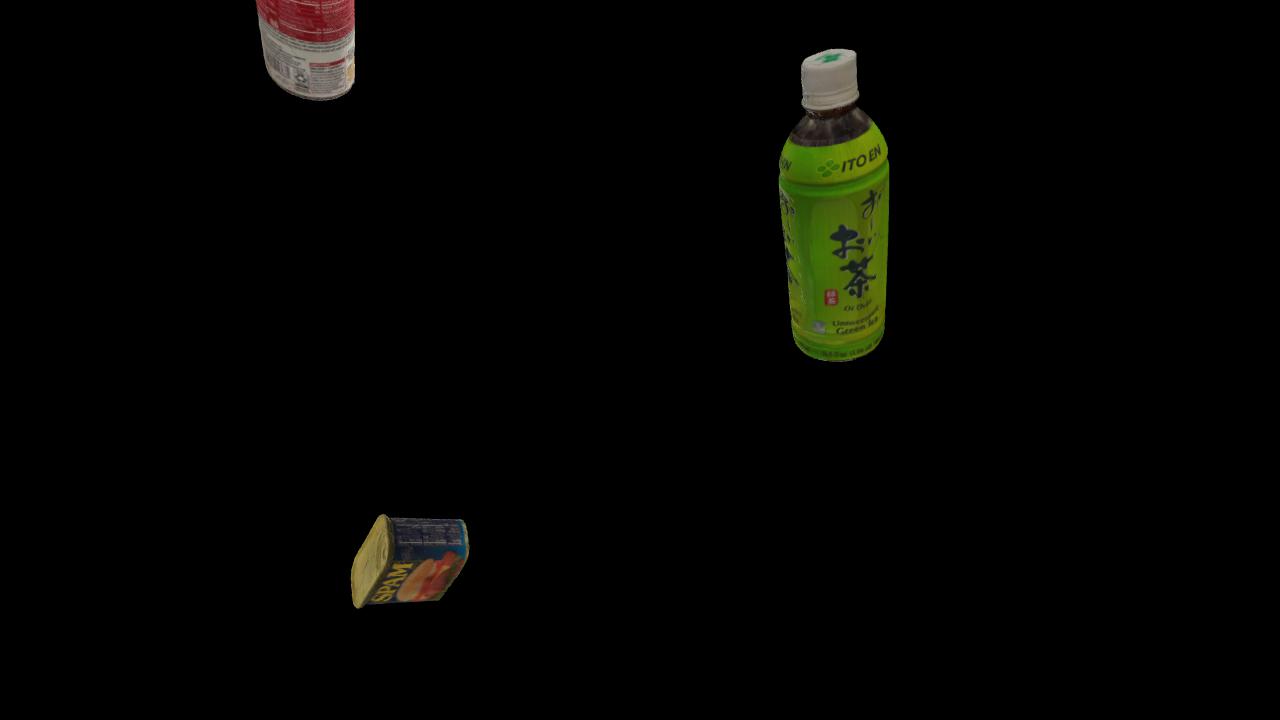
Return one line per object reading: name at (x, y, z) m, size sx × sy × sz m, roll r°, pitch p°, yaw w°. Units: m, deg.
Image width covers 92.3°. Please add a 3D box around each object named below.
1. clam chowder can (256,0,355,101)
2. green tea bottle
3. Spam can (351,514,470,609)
clam chowder can at (-0.255, -0.262, 0.473) m, size 0.068 × 0.068 × 0.102 m, roll 0°, pitch -26°, yaw -24°
green tea bottle at (0.132, -0.097, 0.420) m, size 0.073 × 0.212 × 0.073 m, roll -10°, pitch 38°, yaw 8°
Spam can at (-0.235, 0.205, 0.630) m, size 0.085 × 0.101 × 0.058 m, roll 14°, pitch 35°, yaw -39°
